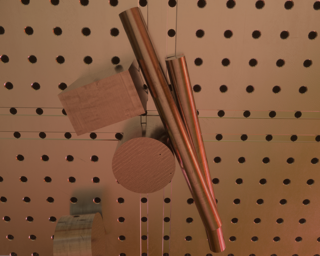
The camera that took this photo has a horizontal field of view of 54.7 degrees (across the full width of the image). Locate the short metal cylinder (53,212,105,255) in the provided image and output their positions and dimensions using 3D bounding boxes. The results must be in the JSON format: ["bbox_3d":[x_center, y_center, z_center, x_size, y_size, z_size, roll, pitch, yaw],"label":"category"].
[{"bbox_3d":[-0.113,0.164,0.443,0.050,0.080,0.079,-6,110,2],"label":"short metal cylinder"}]

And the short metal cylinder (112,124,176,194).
[{"bbox_3d":[-0.020,0.040,0.414,0.081,0.050,0.079,0,110,0],"label":"short metal cylinder"}]

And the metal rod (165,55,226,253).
[{"bbox_3d":[0.054,0.049,0.431,0.025,0.025,0.298,-13,110,4],"label":"metal rod"}]

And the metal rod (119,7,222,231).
[{"bbox_3d":[0.018,-0.002,0.394,0.025,0.025,0.299,-21,102,7],"label":"metal rod"}]

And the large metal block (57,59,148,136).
[{"bbox_3d":[-0.062,-0.039,0.369,0.080,0.080,0.050,-19,109,6],"label":"large metal block"}]
